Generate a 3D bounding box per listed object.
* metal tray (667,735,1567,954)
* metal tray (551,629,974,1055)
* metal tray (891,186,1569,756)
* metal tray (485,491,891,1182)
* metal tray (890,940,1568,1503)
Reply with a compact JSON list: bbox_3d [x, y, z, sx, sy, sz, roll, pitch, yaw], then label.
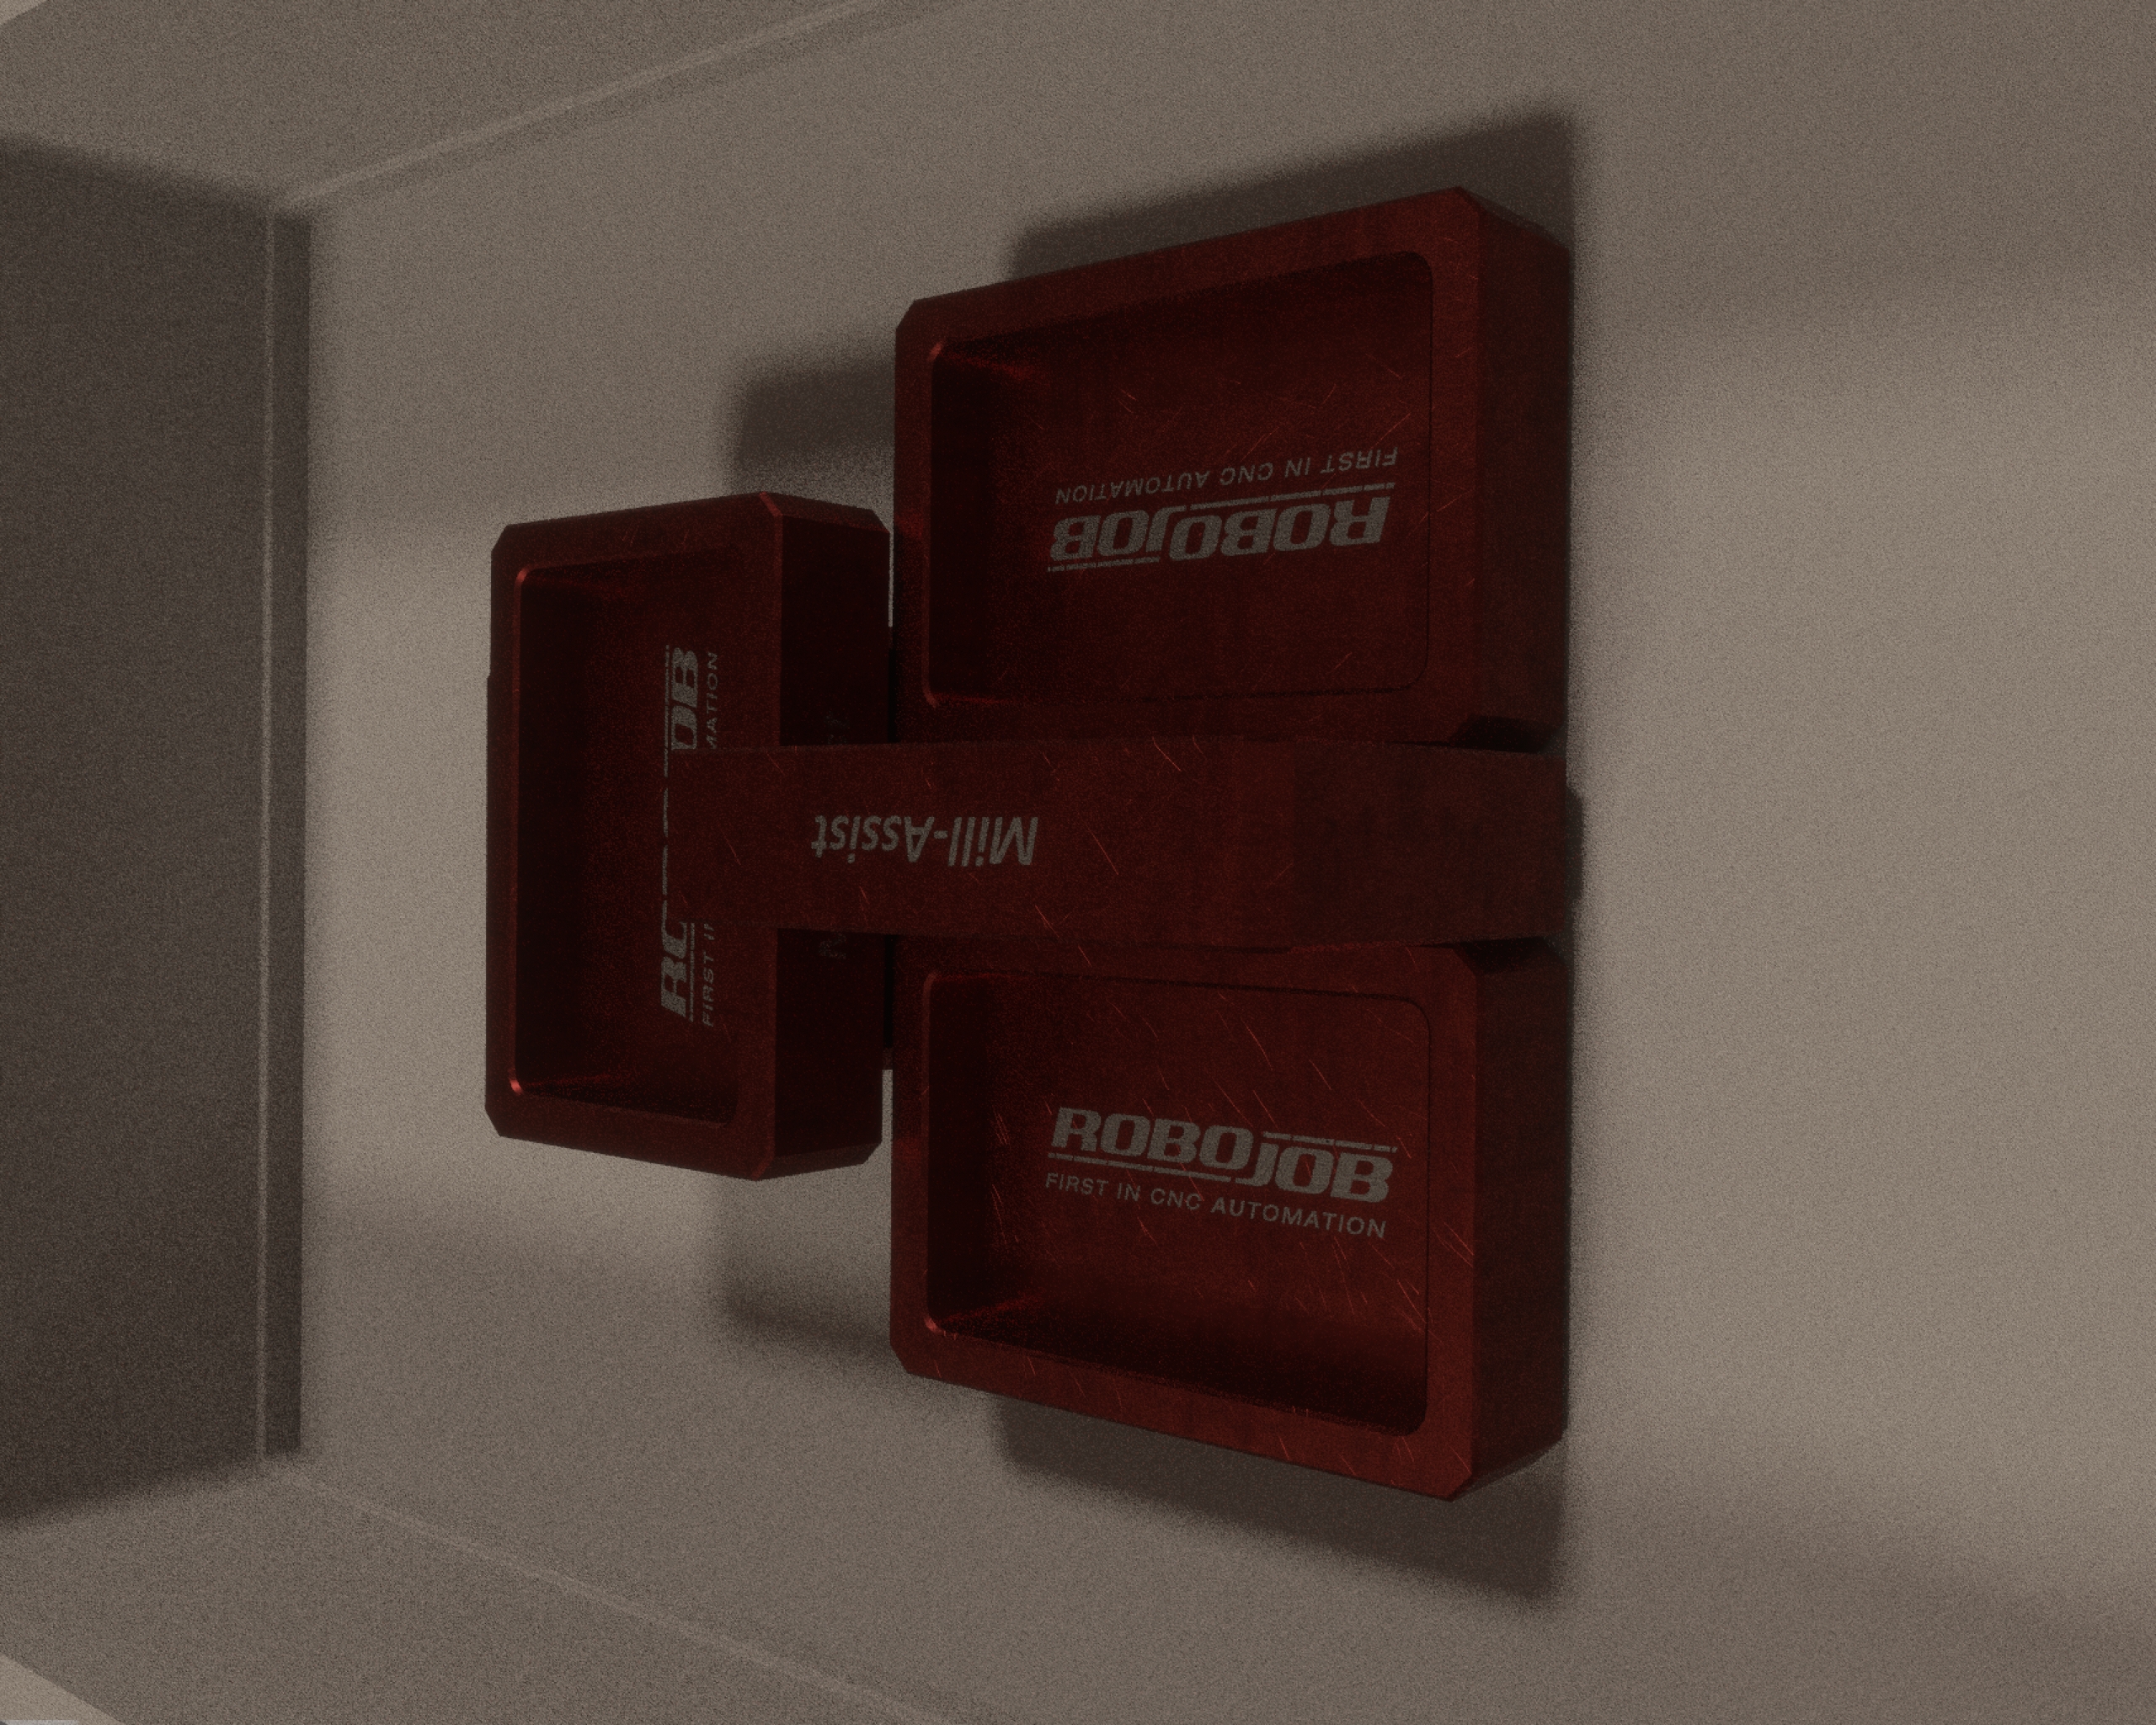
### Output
[{"bbox_3d":[0.005,-0.004,0.356,0.130,0.091,0.030,1,91,39],"label":"metal tray"},{"bbox_3d":[-0.080,-0.003,0.463,0.130,0.030,0.089,1,90,39],"label":"metal tray"},{"bbox_3d":[0.023,-0.064,0.381,0.130,0.030,0.089,1,91,39],"label":"metal tray"},{"bbox_3d":[-0.081,-0.006,0.426,0.090,0.030,0.129,2,91,39],"label":"metal tray"},{"bbox_3d":[0.023,0.056,0.381,0.130,0.030,0.089,1,91,39],"label":"metal tray"}]
